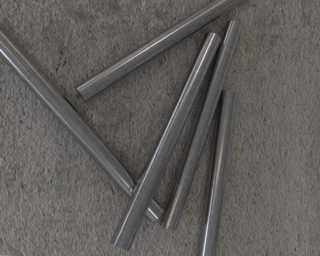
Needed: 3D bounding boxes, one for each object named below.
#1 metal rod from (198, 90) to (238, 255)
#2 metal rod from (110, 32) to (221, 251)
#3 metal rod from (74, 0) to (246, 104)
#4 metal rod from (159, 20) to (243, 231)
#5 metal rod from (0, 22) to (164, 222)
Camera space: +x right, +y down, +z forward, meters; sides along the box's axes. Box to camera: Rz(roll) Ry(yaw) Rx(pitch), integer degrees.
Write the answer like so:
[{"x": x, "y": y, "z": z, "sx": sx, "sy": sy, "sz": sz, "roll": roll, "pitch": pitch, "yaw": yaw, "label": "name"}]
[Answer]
[{"x": 0.078, "y": 0.096, "z": 0.437, "sx": 0.025, "sy": 0.025, "sz": 0.298, "roll": 9, "pitch": 87, "yaw": -20, "label": "metal rod"}, {"x": 0.014, "y": 0.005, "z": 0.396, "sx": 0.025, "sy": 0.025, "sz": 0.300, "roll": 30, "pitch": 74, "yaw": -18, "label": "metal rod"}, {"x": 0.020, "y": -0.125, "z": 0.416, "sx": 0.301, "sy": 0.025, "sz": 0.025, "roll": -36, "pitch": 102, "yaw": -16, "label": "metal rod"}, {"x": 0.059, "y": -0.008, "z": 0.430, "sx": 0.025, "sy": 0.025, "sz": 0.299, "roll": 21, "pitch": 83, "yaw": -19, "label": "metal rod"}, {"x": -0.097, "y": 0.000, "z": 0.373, "sx": 0.025, "sy": 0.025, "sz": 0.300, "roll": -43, "pitch": 104, "yaw": -15, "label": "metal rod"}]
